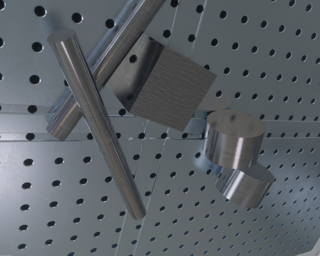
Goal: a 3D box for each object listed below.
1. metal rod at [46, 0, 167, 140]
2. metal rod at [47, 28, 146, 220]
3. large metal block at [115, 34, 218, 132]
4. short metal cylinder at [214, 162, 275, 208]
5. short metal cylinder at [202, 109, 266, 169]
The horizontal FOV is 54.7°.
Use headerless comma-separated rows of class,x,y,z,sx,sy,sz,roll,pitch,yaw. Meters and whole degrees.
metal rod,-0.027,-0.111,0.328,0.025,0.025,0.299,31,101,-38
metal rod,-0.059,0.025,0.371,0.025,0.025,0.299,-26,135,-12
large metal block,0.006,-0.051,0.367,0.080,0.050,0.080,20,108,-36
short metal cylinder,0.136,0.084,0.502,0.081,0.080,0.050,10,113,-33
short metal cylinder,0.104,0.014,0.441,0.081,0.080,0.050,-10,123,-23
